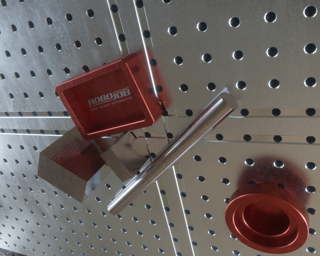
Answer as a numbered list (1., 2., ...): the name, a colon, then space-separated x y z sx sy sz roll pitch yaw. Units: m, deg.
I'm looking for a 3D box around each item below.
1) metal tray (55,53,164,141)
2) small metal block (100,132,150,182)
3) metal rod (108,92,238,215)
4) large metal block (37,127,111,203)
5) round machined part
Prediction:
1. metal tray: -0.070 -0.037 0.420 0.130 0.030 0.090 -13 112 33
2. small metal block: -0.049 0.040 0.444 0.025 0.050 0.050 -30 102 37
3. metal rod: 0.000 0.054 0.443 0.025 0.025 0.298 42 129 -1
4. large metal block: -0.124 0.053 0.472 0.080 0.080 0.050 29 128 9
5. round machined part: 0.137 0.109 0.396 0.098 0.042 0.097 13 124 20
